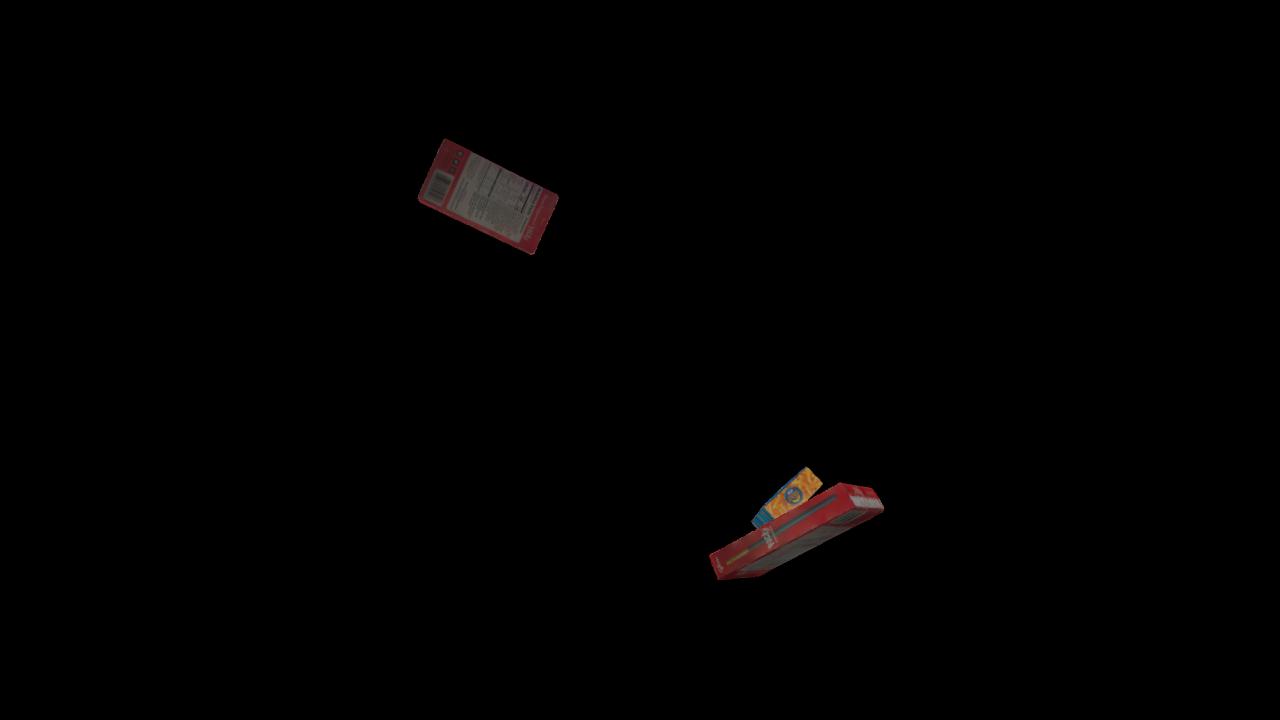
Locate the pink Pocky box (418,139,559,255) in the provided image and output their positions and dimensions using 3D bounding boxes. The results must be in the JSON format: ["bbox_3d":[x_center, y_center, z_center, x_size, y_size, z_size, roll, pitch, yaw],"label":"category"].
[{"bbox_3d":[-0.189,-0.203,0.776,0.155,0.084,0.029,24,-3,-15],"label":"pink Pocky box"}]

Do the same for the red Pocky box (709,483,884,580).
[{"bbox_3d":[0.148,0.165,0.586,0.155,0.028,0.083,-38,-33,25],"label":"red Pocky box"}]

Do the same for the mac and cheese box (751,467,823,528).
[{"bbox_3d":[0.229,0.229,0.978,0.093,0.041,0.184,-38,-19,-10],"label":"mac and cheese box"}]
